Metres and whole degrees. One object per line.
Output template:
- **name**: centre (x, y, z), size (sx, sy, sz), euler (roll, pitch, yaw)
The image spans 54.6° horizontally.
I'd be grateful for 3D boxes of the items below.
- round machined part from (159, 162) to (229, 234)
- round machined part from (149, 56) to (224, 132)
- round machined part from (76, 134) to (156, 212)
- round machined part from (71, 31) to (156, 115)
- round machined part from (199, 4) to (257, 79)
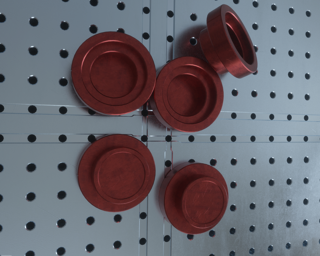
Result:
- **round machined part**: centre (0.052, 0.097, 0.423), size (0.099, 0.042, 0.097), euler (0, 90, -20)
- **round machined part**: centre (0.032, -0.043, 0.415), size (0.099, 0.042, 0.097), euler (0, 90, -20)
- **round machined part**: centre (-0.052, 0.056, 0.384), size (0.099, 0.042, 0.097), euler (0, 90, -20)
- **round machined part**: centre (-0.058, -0.064, 0.380), size (0.099, 0.042, 0.097), euler (0, 89, -16)
- **round machined part**: centre (0.089, -0.112, 0.419), size (0.098, 0.042, 0.098), euler (30, 49, -41)
